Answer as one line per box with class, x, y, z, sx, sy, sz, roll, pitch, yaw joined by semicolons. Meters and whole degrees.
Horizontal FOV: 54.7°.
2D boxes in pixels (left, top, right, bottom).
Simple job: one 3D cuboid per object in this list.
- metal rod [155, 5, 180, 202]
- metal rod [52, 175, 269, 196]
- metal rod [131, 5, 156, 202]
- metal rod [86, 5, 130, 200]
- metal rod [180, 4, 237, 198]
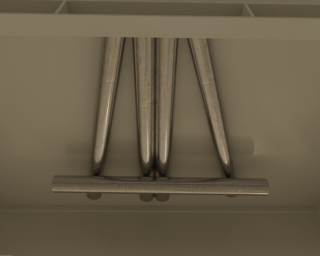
metal rod;0.006;-0.004;0.404;0.025;0.025;0.298;0;130;-1
metal rod;0.001;0.082;0.443;0.302;0.025;0.025;1;130;-1
metal rod;-0.019;-0.004;0.404;0.025;0.025;0.298;1;130;-1
metal rod;-0.074;-0.006;0.402;0.025;0.025;0.298;9;130;-8
metal rod;0.074;-0.009;0.401;0.025;0.025;0.299;-12;129;10
